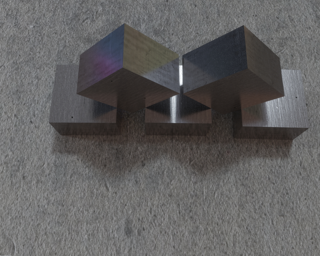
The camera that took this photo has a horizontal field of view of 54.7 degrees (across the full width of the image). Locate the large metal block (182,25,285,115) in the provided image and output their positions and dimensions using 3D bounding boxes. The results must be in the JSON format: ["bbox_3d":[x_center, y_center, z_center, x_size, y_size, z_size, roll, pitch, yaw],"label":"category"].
[{"bbox_3d":[0.082,-0.060,0.352,0.080,0.080,0.050,-18,63,41],"label":"large metal block"}]

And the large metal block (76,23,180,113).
[{"bbox_3d":[-0.035,-0.061,0.349,0.080,0.080,0.050,18,63,-42],"label":"large metal block"}]

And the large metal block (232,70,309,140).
[{"bbox_3d":[0.140,-0.030,0.409,0.081,0.050,0.080,1,70,0],"label":"large metal block"}]

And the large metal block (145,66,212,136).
[{"bbox_3d":[0.023,-0.035,0.409,0.081,0.050,0.080,1,70,0],"label":"large metal block"}]

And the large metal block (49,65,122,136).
[{"bbox_3d":[-0.093,-0.035,0.408,0.081,0.050,0.080,0,70,0],"label":"large metal block"}]
